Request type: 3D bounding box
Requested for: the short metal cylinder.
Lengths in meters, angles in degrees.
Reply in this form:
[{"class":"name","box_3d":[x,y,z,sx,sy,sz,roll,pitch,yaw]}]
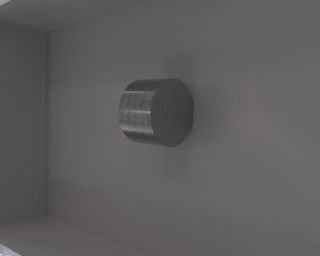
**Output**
[{"class":"short metal cylinder","box_3d":[-0.003,-0.019,0.375,0.050,0.081,0.080,5,94,40]}]
